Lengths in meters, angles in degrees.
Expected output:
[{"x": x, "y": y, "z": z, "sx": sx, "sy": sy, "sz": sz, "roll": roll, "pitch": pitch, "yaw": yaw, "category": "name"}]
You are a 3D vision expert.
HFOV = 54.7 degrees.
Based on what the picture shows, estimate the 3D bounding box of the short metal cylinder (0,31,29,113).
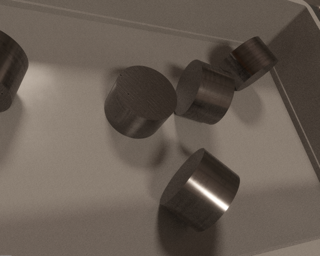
[{"x": -0.181, "y": -0.058, "z": 0.309, "sx": 0.081, "sy": 0.080, "sz": 0.050, "roll": 19, "pitch": 55, "yaw": -18, "category": "short metal cylinder"}]

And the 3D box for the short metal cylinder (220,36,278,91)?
[{"x": 0.148, "y": -0.106, "z": 0.517, "sx": 0.081, "sy": 0.080, "sz": 0.050, "roll": -27, "pitch": 77, "yaw": -37, "category": "short metal cylinder"}]

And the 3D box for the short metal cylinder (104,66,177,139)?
[{"x": -0.025, "y": -0.033, "z": 0.397, "sx": 0.081, "sy": 0.050, "sz": 0.080, "roll": 14, "pitch": 56, "yaw": -21, "category": "short metal cylinder"}]

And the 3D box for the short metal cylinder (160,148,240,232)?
[{"x": 0.045, "y": 0.070, "z": 0.354, "sx": 0.050, "sy": 0.080, "sz": 0.080, "roll": 39, "pitch": 51, "yaw": -3, "category": "short metal cylinder"}]

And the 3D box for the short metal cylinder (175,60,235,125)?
[{"x": 0.060, "y": -0.049, "z": 0.435, "sx": 0.050, "sy": 0.080, "sz": 0.080, "roll": 16, "pitch": 55, "yaw": -19, "category": "short metal cylinder"}]
